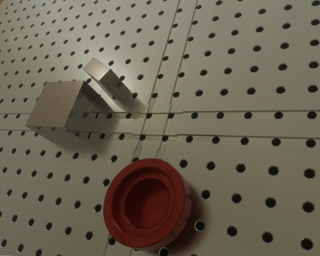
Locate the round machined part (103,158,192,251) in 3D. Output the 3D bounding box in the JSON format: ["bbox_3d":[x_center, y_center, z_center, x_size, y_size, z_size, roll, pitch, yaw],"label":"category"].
[{"bbox_3d":[-0.011,0.087,0.349,0.098,0.042,0.098,-13,56,20],"label":"round machined part"}]

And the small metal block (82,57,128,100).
[{"bbox_3d":[-0.085,-0.077,0.482,0.025,0.050,0.050,-48,52,-5],"label":"small metal block"}]

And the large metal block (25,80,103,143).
[{"bbox_3d":[-0.148,-0.026,0.483,0.080,0.050,0.080,2,63,28],"label":"large metal block"}]
